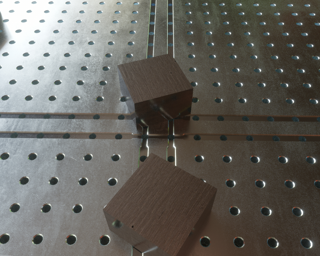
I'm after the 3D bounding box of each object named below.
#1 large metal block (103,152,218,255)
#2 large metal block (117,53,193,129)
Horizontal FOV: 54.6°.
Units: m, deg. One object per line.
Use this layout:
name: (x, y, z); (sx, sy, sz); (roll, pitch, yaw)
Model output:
large metal block: (0.002, 0.085, 0.320); (0.080, 0.050, 0.080); (27, 55, 21)
large metal block: (-0.008, -0.054, 0.437); (0.081, 0.050, 0.080); (-16, 52, -13)
